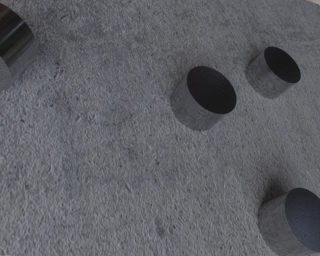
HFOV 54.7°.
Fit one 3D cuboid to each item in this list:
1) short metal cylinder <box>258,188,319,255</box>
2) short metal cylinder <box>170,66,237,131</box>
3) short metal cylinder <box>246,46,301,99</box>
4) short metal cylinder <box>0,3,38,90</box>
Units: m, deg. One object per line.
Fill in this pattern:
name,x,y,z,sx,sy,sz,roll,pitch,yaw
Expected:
short metal cylinder,0.178,0.125,0.407,0.081,0.050,0.080,14,56,-21
short metal cylinder,0.062,-0.042,0.446,0.081,0.050,0.080,14,56,-21
short metal cylinder,0.203,-0.099,0.557,0.081,0.050,0.080,14,56,-21
short metal cylinder,-0.179,-0.086,0.324,0.080,0.080,0.050,29,52,-10
